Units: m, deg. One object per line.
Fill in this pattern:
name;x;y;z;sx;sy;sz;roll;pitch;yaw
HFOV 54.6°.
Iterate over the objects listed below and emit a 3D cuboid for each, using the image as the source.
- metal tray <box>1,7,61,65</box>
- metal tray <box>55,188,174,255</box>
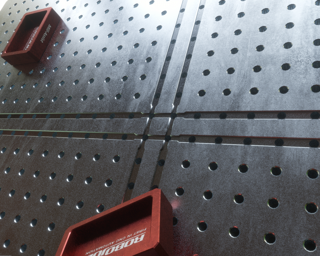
metal tray;-0.281;-0.201;0.677;0.090;0.030;0.130;1;62;28
metal tray;-0.050;0.124;0.329;0.130;0.030;0.090;-26;21;12
